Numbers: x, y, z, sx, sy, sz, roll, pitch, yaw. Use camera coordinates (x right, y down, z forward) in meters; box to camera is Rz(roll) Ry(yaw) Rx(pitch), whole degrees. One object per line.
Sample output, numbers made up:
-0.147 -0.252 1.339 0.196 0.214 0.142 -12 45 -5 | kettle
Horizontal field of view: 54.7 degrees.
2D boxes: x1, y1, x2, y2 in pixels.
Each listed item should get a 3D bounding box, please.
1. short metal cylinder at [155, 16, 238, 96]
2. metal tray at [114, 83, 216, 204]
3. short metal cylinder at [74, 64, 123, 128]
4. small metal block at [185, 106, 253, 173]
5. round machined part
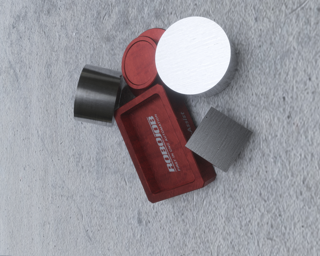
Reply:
0.042 -0.075 0.342 0.080 0.050 0.079 1 92 22 | short metal cylinder
0.003 0.020 0.386 0.090 0.030 0.129 -28 82 36 | metal tray
-0.084 -0.044 0.431 0.050 0.080 0.079 12 101 -5 | short metal cylinder
0.062 0.013 0.332 0.050 0.025 0.050 33 88 6 | small metal block
-0.012 -0.082 0.406 0.098 0.042 0.097 0 90 40 | round machined part
